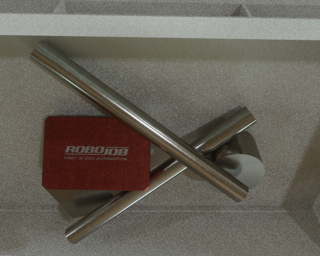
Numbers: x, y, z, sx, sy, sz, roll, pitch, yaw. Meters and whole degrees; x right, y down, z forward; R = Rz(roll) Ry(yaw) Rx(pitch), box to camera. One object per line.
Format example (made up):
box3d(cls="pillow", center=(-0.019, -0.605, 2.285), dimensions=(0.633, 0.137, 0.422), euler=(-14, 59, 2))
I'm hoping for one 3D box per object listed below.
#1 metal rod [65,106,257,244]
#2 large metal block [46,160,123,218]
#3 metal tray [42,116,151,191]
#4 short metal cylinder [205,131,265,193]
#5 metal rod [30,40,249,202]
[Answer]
box3d(cls="metal rod", center=(-0.005, 0.068, 0.417), dimensions=(0.300, 0.025, 0.025), euler=(-35, 123, 9))
box3d(cls="large metal block", center=(-0.107, 0.082, 0.455), dimensions=(0.080, 0.050, 0.080), euler=(-15, 129, 12))
box3d(cls="metal tray", center=(-0.078, 0.032, 0.394), dimensions=(0.131, 0.030, 0.089), euler=(1, 86, 0))
box3d(cls="short metal cylinder", center=(0.099, 0.047, 0.431), dimensions=(0.081, 0.050, 0.079), euler=(0, 130, 0))
box3d(cls="metal rod", center=(-0.014, 0.000, 0.368), dimensions=(0.301, 0.025, 0.025), euler=(36, 122, -12))
